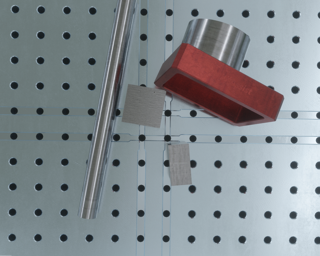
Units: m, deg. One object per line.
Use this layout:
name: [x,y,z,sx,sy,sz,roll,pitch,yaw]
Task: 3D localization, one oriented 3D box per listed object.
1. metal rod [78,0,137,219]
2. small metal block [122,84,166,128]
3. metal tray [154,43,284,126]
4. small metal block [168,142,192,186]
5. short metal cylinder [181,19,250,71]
metal rod: [-0.070,-0.030,0.412,0.025,0.025,0.298,10,90,-1]
small metal block: [-0.021,-0.028,0.413,0.050,0.025,0.050,10,90,-1]
metal tray: [0.065,-0.045,0.368,0.131,0.090,0.030,25,80,-11]
small metal block: [0.024,0.045,0.401,0.025,0.050,0.050,-4,90,0]
short metal cylinder: [0.065,-0.094,0.387,0.080,0.080,0.050,19,90,-1]
